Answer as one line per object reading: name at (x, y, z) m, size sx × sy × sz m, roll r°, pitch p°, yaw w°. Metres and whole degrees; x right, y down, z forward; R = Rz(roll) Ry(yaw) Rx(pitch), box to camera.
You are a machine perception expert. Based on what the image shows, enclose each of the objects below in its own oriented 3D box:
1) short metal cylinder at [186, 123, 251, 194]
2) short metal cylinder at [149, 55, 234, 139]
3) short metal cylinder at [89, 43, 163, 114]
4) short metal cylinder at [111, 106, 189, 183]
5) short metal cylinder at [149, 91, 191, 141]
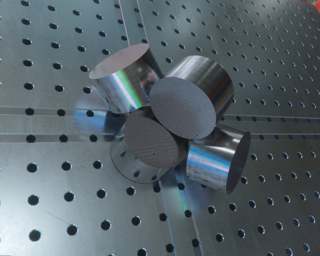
short metal cylinder at (0.074, 0.035, 0.384) m, size 0.050 × 0.079 × 0.080 m, roll 18°, pitch 45°, yaw 27°
short metal cylinder at (0.036, -0.034, 0.348) m, size 0.080 × 0.080 × 0.050 m, roll 41°, pitch 51°, yaw 0°
short metal cylinder at (-0.039, -0.062, 0.382) m, size 0.080 × 0.080 × 0.050 m, roll -55°, pitch 129°, yaw -39°
short metal cylinder at (-0.013, 0.020, 0.373) m, size 0.081 × 0.050 × 0.080 m, roll 14°, pitch 56°, yaw -21°
short metal cylinder at (0.030, -0.026, 0.425) m, size 0.081 × 0.050 × 0.080 m, roll 14°, pitch 56°, yaw -21°
